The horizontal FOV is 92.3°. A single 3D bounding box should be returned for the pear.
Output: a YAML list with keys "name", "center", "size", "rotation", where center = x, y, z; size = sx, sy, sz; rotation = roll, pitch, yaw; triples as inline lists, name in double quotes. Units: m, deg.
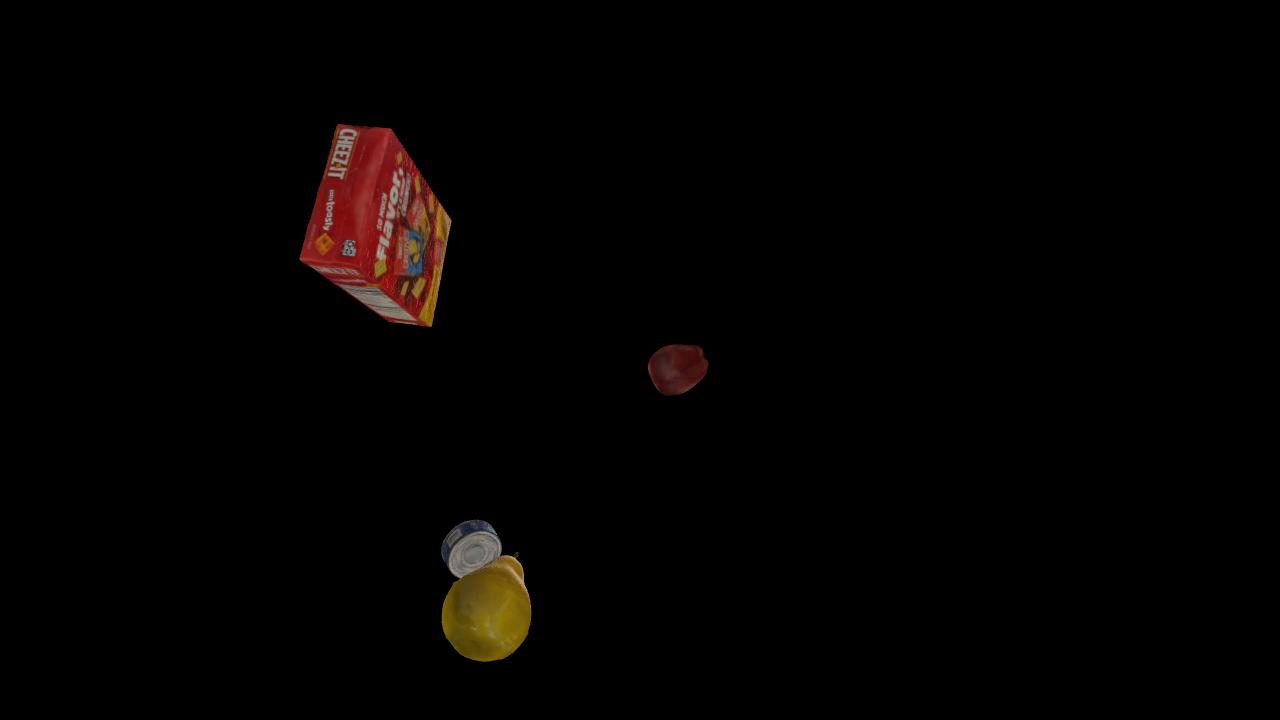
- name: "pear"
  center: [-0.128, 0.206, 0.552]
  size: [0.080, 0.080, 0.111]
  rotation: [0, 35, 9]

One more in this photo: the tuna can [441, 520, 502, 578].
- name: "tuna can"
  center: [-0.252, 0.285, 0.925]
  size: [0.084, 0.084, 0.034]
  rotation: [0, 16, -33]

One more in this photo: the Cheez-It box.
- name: "Cheez-It box"
  center: [-0.309, -0.151, 0.754]
  size: [0.071, 0.166, 0.223]
  rotation: [6, -13, 2]

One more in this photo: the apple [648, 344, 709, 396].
- name: "apple"
  center: [0.057, 0.012, 0.957]
  size: [0.093, 0.079, 0.079]
  rotation: [-22, -8, 19]
